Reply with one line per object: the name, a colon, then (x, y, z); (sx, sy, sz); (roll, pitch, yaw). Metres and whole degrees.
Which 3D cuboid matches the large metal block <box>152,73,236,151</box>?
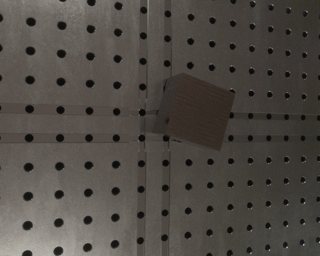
large metal block: (0.045, -0.020, 0.417); (0.081, 0.050, 0.080); (18, 84, -20)
